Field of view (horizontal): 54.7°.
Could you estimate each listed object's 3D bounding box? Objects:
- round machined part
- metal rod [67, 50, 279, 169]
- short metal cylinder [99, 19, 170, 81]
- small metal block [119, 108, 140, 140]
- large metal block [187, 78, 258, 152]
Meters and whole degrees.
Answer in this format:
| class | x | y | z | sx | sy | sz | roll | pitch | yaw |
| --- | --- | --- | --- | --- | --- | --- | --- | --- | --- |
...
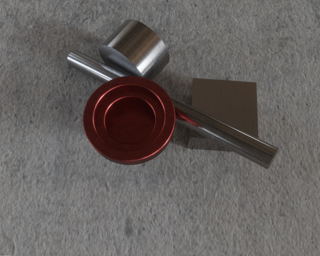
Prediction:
| class | x | y | z | sx | sy | sz | roll | pitch | yaw |
| --- | --- | --- | --- | --- | --- | --- | --- | --- | --- |
| round machined part | -0.033 | -0.006 | 0.350 | 0.099 | 0.042 | 0.098 | 0 | 71 | -1 |
| metal rod | -0.003 | -0.034 | 0.382 | 0.300 | 0.025 | 0.025 | 29 | 72 | 24 |
| short metal cylinder | -0.034 | -0.097 | 0.415 | 0.080 | 0.080 | 0.050 | 36 | 74 | 12 |
| small metal block | -0.037 | -0.002 | 0.397 | 0.025 | 0.050 | 0.050 | -2 | 70 | -1 |
| large metal block | 0.079 | -0.015 | 0.403 | 0.081 | 0.050 | 0.080 | 4 | 70 | 1 |
